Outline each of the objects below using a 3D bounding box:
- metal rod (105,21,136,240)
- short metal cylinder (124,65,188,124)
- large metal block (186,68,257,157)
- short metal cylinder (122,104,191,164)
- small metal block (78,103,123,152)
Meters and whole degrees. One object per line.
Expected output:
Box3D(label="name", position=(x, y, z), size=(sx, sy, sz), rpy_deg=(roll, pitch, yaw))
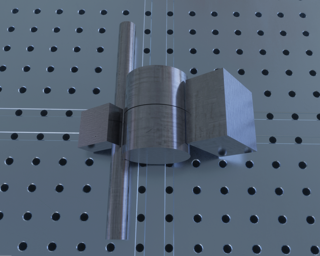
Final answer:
Box3D(label="metal rod", position=(-0.049, -0.011, 0.411), size=(0.025, 0.025, 0.299), rpy_deg=(1, 70, 0))
Box3D(label="short metal cylinder", position=(-0.004, -0.037, 0.392), size=(0.081, 0.080, 0.050), rpy_deg=(0, 70, 0))
Box3D(label="large metal block", position=(0.075, -0.015, 0.377), size=(0.050, 0.080, 0.080), rpy_deg=(-14, 66, 36))
Box3D(label="short metal cylinder", position=(-0.004, 0.010, 0.374), size=(0.081, 0.080, 0.050), rpy_deg=(0, 70, 0))
Box3D(label="small metal block", position=(-0.076, 0.000, 0.395), size=(0.050, 0.025, 0.050), rpy_deg=(-13, 65, 32))
